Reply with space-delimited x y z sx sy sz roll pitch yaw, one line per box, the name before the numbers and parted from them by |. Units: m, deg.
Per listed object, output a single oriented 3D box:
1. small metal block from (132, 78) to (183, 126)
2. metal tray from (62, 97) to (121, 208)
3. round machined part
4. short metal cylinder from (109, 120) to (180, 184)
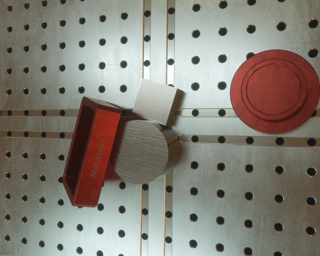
small metal block | -0.004 -0.034 0.414 0.050 0.025 0.050 19 96 19
metal tray | -0.095 0.028 0.415 0.090 0.030 0.129 25 101 62
round machined part | 0.131 -0.042 0.357 0.098 0.042 0.097 0 90 20
short metal cylinder | -0.019 0.030 0.406 0.080 0.050 0.079 0 90 20
